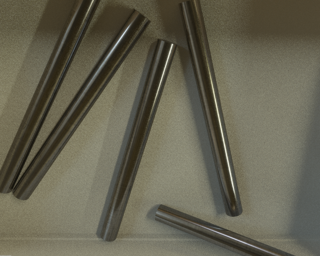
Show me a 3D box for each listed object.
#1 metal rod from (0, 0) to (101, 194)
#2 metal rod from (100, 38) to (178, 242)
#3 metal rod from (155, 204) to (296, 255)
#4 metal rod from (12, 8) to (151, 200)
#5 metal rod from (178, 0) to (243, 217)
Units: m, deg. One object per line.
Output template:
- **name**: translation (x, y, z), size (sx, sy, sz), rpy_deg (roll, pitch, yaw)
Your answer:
- **metal rod**: translation (-0.149, -0.038, 0.395), size (0.025, 0.025, 0.298), rpy_deg (28, 107, -10)
- **metal rod**: translation (-0.035, 0.030, 0.421), size (0.025, 0.025, 0.298), rpy_deg (16, 109, -6)
- **metal rod**: translation (0.135, 0.166, 0.412), size (0.301, 0.025, 0.025), rpy_deg (17, 111, 18)
- **metal rod**: translation (-0.110, -0.019, 0.402), size (0.025, 0.025, 0.299), rpy_deg (35, 106, -12)
- **metal rod**: translation (0.071, -0.012, 0.408), size (0.025, 0.025, 0.298), rpy_deg (-14, 110, 5)
